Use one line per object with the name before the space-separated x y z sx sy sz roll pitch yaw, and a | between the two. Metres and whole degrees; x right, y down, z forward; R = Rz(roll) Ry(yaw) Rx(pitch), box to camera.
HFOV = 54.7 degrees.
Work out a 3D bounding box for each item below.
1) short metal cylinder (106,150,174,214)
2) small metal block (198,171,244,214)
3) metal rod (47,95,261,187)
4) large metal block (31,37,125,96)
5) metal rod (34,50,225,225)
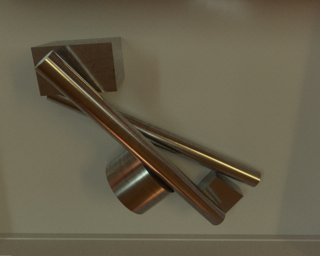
short metal cylinder | -0.024 0.064 0.403 0.050 0.080 0.080 -38 106 12
small metal block | 0.082 0.095 0.446 0.050 0.025 0.050 36 106 -13
metal rod | -0.001 0.013 0.415 0.302 0.025 0.025 24 108 -9
large metal block | -0.087 -0.073 0.353 0.081 0.080 0.050 -3 110 1
metal rod | -0.015 0.030 0.359 0.025 0.025 0.300 -38 119 13
